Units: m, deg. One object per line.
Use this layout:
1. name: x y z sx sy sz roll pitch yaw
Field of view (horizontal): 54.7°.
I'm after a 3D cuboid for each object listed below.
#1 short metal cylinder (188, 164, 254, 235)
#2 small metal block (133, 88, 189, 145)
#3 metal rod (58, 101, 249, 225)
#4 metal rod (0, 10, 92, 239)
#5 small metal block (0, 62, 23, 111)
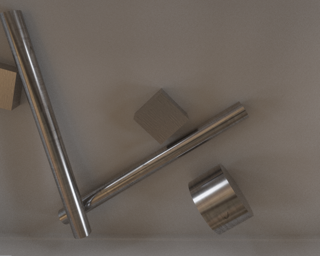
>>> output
1. short metal cylinder: 0.082 0.095 0.418 0.050 0.080 0.080 -34 107 11
2. small metal block: 0.002 -0.015 0.406 0.050 0.025 0.050 -43 105 14
3. metal rod: -0.016 0.053 0.430 0.300 0.025 0.025 -32 107 10
4. metal rod: -0.141 0.007 0.396 0.025 0.025 0.298 -12 104 4
5. small metal block: -0.203 -0.055 0.388 0.050 0.025 0.050 15 109 -6
